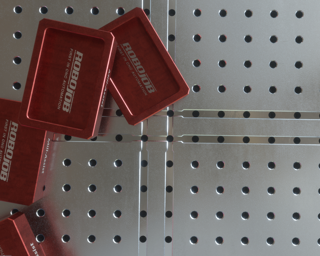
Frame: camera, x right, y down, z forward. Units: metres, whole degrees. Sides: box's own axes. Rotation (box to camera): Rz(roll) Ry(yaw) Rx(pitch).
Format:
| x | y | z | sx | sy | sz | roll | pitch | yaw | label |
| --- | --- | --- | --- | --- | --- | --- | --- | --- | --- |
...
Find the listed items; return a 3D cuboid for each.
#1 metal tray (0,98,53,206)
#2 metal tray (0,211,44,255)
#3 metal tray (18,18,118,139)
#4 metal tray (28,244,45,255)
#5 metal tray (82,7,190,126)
| x | y | z | sx | sy | sz | roll | pitch | yaw | label |
| --- | --- | --- | --- | --- | --- | --- | --- | --- | --- |
| -0.195 | 0.029 | 0.410 | 0.090 | 0.030 | 0.129 | 10 | 90 | 0 | metal tray |
| -0.189 | 0.181 | 0.379 | 0.090 | 0.030 | 0.130 | -24 | 90 | 0 | metal tray |
| -0.111 | -0.058 | 0.379 | 0.090 | 0.030 | 0.129 | 12 | 90 | 0 | metal tray |
| -0.182 | 0.232 | 0.409 | 0.090 | 0.030 | 0.130 | -24 | 90 | 0 | metal tray |
| -0.031 | -0.079 | 0.410 | 0.090 | 0.030 | 0.130 | -30 | 90 | 0 | metal tray |
